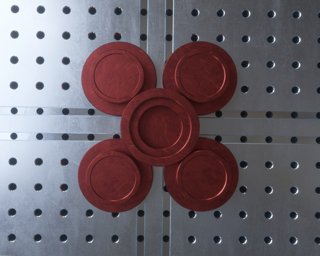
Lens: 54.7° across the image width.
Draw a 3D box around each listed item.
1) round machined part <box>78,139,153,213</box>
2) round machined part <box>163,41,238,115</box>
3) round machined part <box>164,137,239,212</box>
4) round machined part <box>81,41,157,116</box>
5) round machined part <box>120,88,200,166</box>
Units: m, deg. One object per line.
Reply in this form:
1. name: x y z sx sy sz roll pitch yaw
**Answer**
1. round machined part: -0.058 0.063 0.405 0.099 0.042 0.097 0 90 -1
2. round machined part: 0.053 -0.065 0.405 0.099 0.042 0.097 0 90 -1
3. round machined part: 0.055 0.061 0.405 0.099 0.042 0.097 0 90 -1
4. round machined part: -0.054 -0.064 0.403 0.099 0.042 0.097 0 90 -1
5. round machined part: 0.000 -0.001 0.403 0.099 0.042 0.097 0 90 -1
